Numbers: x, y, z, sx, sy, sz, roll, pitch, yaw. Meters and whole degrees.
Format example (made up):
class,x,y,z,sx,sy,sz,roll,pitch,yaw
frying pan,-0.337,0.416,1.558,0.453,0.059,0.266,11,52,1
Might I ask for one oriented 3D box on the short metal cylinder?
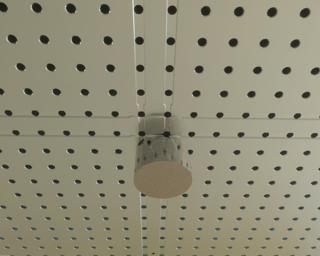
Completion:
class,x,y,z,sx,sy,sz,roll,pitch,yaw
short metal cylinder,0.004,0.056,0.444,0.081,0.050,0.079,0,130,0
